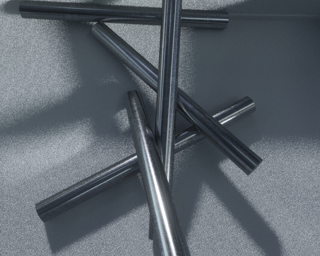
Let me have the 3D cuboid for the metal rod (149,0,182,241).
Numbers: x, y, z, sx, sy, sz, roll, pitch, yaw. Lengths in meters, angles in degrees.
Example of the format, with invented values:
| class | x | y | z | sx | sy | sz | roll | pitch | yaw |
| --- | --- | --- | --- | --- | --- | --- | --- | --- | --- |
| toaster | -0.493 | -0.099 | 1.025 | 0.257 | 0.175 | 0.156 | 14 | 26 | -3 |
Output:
| class | x | y | z | sx | sy | sz | roll | pitch | yaw |
| --- | --- | --- | --- | --- | --- | --- | --- | --- | --- |
| metal rod | 0.007 | -0.019 | 0.377 | 0.025 | 0.025 | 0.298 | 3 | 85 | 1 |

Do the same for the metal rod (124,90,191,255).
| class | x | y | z | sx | sy | sz | roll | pitch | yaw |
| --- | --- | --- | --- | --- | --- | --- | --- | --- | --- |
| metal rod | -0.005 | 0.054 | 0.316 | 0.025 | 0.025 | 0.300 | -13 | 42 | -5 |

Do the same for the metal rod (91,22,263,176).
| class | x | y | z | sx | sy | sz | roll | pitch | yaw |
| --- | --- | --- | --- | --- | --- | --- | --- | --- | --- |
| metal rod | 0.009 | -0.051 | 0.409 | 0.025 | 0.025 | 0.300 | -41 | 68 | -13 |

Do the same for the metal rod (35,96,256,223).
| class | x | y | z | sx | sy | sz | roll | pitch | yaw |
| --- | --- | --- | --- | --- | --- | --- | --- | --- | --- |
| metal rod | -0.010 | 0.035 | 0.396 | 0.302 | 0.025 | 0.025 | -27 | 72 | -10 |

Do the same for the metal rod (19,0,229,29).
| class | x | y | z | sx | sy | sz | roll | pitch | yaw |
| --- | --- | --- | --- | --- | --- | --- | --- | --- | --- |
| metal rod | -0.050 | -0.168 | 0.461 | 0.302 | 0.025 | 0.025 | 2 | 70 | -3 |
